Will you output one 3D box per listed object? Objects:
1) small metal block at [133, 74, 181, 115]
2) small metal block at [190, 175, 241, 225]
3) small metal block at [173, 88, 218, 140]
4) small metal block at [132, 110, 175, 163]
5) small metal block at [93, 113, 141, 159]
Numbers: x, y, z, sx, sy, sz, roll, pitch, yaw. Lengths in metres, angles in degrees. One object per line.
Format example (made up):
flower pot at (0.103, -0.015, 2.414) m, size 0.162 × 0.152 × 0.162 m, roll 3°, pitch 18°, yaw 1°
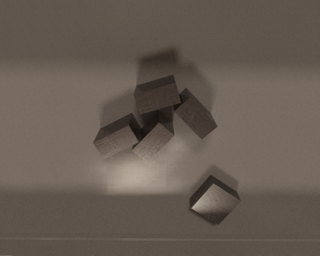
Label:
small metal block at (-0.003, -0.043, 0.382) m, size 0.050 × 0.050 × 0.025 m, roll -16°, pitch 110°, yaw 5°
small metal block at (0.080, 0.105, 0.451) m, size 0.050 × 0.025 × 0.050 m, roll 34°, pitch 106°, yaw -12°
small metal block at (0.043, -0.019, 0.392) m, size 0.025 × 0.050 × 0.050 m, roll -42°, pitch 105°, yaw 14°
small metal block at (-0.009, 0.010, 0.402) m, size 0.025 × 0.050 × 0.050 m, roll 40°, pitch 105°, yaw -14°
small metal block at (-0.054, 0.009, 0.401) m, size 0.050 × 0.050 × 0.025 m, roll -26°, pitch 108°, yaw 9°
